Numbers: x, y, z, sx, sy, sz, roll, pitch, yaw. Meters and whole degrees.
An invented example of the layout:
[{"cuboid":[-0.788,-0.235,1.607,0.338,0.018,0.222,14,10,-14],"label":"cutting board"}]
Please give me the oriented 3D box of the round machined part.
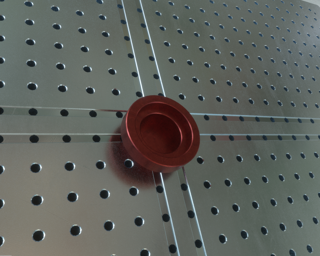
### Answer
[{"cuboid":[-0.003,0.011,0.389,0.099,0.042,0.098,13,56,-21],"label":"round machined part"}]
